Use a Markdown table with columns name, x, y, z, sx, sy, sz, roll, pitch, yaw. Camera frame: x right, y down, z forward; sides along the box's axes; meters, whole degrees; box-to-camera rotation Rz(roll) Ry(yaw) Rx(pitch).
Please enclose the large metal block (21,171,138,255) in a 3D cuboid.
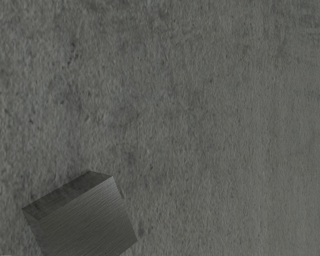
| name | x | y | z | sx | sy | sz | roll | pitch | yaw |
| --- | --- | --- | --- | --- | --- | --- | --- | --- | --- |
| large metal block | -0.081 | 0.101 | 0.320 | 0.081 | 0.050 | 0.080 | -29 | 108 | -36 |
